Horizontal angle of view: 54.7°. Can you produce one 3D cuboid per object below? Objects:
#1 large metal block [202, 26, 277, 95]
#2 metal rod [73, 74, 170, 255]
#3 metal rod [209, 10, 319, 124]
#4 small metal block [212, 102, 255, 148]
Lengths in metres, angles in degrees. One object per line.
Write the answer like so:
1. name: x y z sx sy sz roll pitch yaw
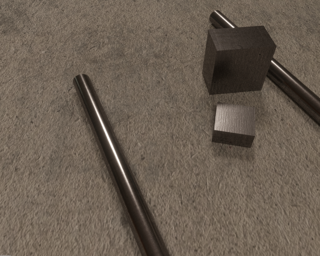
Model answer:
1. large metal block: 0.111 -0.097 0.451 0.081 0.080 0.050 -6 51 -5
2. metal rod: -0.055 0.035 0.373 0.025 0.025 0.300 -19 53 -15
3. metal rod: 0.168 -0.105 0.493 0.025 0.025 0.300 -20 53 -16
4. small metal block: 0.097 -0.005 0.408 0.050 0.025 0.050 9 51 7
